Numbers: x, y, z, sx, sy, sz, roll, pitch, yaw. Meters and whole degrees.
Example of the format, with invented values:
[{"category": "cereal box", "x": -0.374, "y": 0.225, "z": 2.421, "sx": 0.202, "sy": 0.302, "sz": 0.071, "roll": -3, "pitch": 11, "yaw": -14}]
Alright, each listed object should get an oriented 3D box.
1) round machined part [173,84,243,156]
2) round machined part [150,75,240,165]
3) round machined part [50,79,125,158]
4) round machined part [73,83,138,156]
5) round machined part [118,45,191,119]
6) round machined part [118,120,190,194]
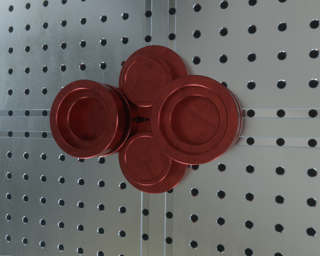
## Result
[{"category": "round machined part", "x": 0.053, "y": -0.010, "z": 0.384, "sx": 0.098, "sy": 0.042, "sz": 0.097, "roll": 0, "pitch": 90, "yaw": 20}, {"category": "round machined part", "x": 0.042, "y": -0.009, "z": 0.354, "sx": 0.098, "sy": 0.042, "sz": 0.097, "roll": 0, "pitch": 90, "yaw": 20}, {"category": "round machined part", "x": -0.089, "y": -0.011, "z": 0.401, "sx": 0.098, "sy": 0.042, "sz": 0.097, "roll": 0, "pitch": 90, "yaw": 20}, {"category": "round machined part", "x": -0.075, "y": -0.011, "z": 0.430, "sx": 0.098, "sy": 0.042, "sz": 0.097, "roll": 0, "pitch": 90, "yaw": 20}, {"category": "round machined part", "x": -0.011, "y": -0.060, "z": 0.407, "sx": 0.098, "sy": 0.042, "sz": 0.097, "roll": 0, "pitch": 90, "yaw": 20}, {"category": "round machined part", "x": -0.011, "y": 0.038, "z": 0.407, "sx": 0.098, "sy": 0.042, "sz": 0.097, "roll": 0, "pitch": 90, "yaw": 20}]
